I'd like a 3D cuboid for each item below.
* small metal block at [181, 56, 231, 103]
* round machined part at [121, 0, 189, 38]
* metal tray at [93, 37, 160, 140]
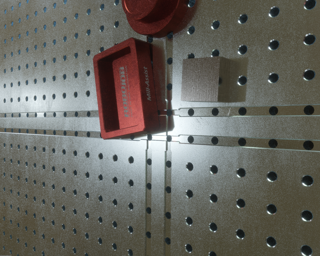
[{"bbox_3d":[0.054,-0.056,0.365,0.050,0.025,0.050,5,93,40],"label":"small metal block"},{"bbox_3d":[-0.013,-0.172,0.409,0.098,0.042,0.097,0,90,40],"label":"round machined part"},{"bbox_3d":[-0.051,-0.053,0.448,0.090,0.030,0.129,-12,82,39],"label":"metal tray"}]
